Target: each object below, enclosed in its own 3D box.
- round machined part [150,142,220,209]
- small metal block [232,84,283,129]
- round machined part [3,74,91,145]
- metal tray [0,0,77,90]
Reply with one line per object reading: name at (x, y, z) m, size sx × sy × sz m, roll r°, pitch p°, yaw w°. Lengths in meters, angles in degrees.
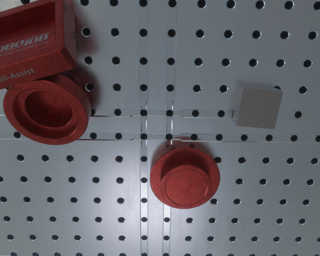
round machined part at (0.035, 0.073, 0.431) m, size 0.099 × 0.042 × 0.097 m, roll 0°, pitch 110°, yaw 0°
small metal block at (0.126, -0.028, 0.404) m, size 0.050 × 0.025 × 0.050 m, roll 5°, pitch 110°, yaw -2°
round machined part at (-0.134, -0.028, 0.382) m, size 0.099 × 0.042 × 0.097 m, roll 1°, pitch 130°, yaw 1°
metal tray at (-0.161, -0.092, 0.344) m, size 0.131 × 0.090 × 0.030 m, roll -15°, pitch 149°, yaw 5°
